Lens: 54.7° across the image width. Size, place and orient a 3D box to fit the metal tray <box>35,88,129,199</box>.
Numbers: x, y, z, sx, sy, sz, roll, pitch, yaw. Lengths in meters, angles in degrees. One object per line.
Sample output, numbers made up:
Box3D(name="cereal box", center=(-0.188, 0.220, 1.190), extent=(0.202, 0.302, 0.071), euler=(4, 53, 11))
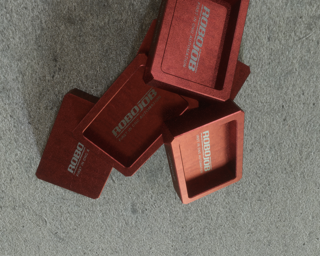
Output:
Box3D(name="metal tray", center=(-0.100, 0.023, 0.415), extent=(0.090, 0.030, 0.129), euler=(23, 108, -9))

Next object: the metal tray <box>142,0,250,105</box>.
Box3D(name="metal tray", center=(0.041, -0.100, 0.336), extent=(0.091, 0.030, 0.129), euler=(15, 82, -17))

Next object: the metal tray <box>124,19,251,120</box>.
Box3D(name="metal tray", center=(0.032, -0.066, 0.384), extent=(0.131, 0.030, 0.089), euler=(25, 108, -10))

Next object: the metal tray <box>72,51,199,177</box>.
Box3D(name="metal tray", center=(-0.029, -0.015, 0.371), extent=(0.090, 0.030, 0.130), euler=(40, 105, -14))

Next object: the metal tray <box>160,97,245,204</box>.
Box3D(name="metal tray", center=(0.056, 0.033, 0.385), extent=(0.091, 0.030, 0.129), euler=(-22, 134, -10))
